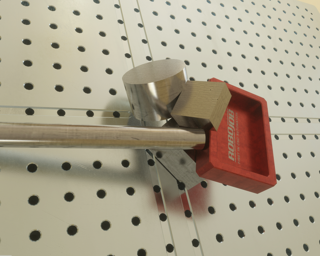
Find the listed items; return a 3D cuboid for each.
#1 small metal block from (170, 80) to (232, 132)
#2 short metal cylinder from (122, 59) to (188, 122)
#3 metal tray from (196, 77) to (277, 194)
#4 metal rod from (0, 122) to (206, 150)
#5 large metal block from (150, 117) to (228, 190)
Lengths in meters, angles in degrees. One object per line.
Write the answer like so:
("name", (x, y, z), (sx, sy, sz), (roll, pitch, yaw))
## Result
("small metal block", (0.048, -0.027, 0.359), (0.025, 0.050, 0.050), (50, 58, -46))
("short metal cylinder", (-0.002, -0.050, 0.396), (0.080, 0.080, 0.050), (-40, 128, -39))
("metal tray", (0.093, 0.007, 0.385), (0.091, 0.030, 0.130), (19, 54, -17))
("metal rod", (-0.099, 0.008, 0.313), (0.302, 0.025, 0.025), (2, 60, -15))
("large metal block", (0.042, 0.019, 0.403), (0.080, 0.050, 0.080), (46, 51, 3))
